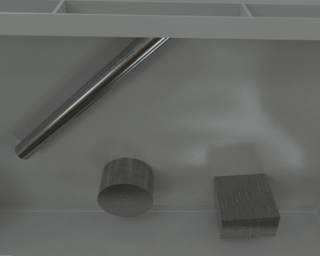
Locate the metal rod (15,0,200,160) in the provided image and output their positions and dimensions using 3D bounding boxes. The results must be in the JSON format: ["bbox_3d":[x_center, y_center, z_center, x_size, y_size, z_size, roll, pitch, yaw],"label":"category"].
[{"bbox_3d":[-0.080,-0.044,0.370,0.299,0.025,0.025,-35,122,25],"label":"metal rod"}]

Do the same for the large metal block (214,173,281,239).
[{"bbox_3d":[0.129,0.119,0.477,0.080,0.080,0.050,-4,130,3],"label":"large metal block"}]

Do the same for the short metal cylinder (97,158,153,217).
[{"bbox_3d":[-0.050,0.091,0.469,0.081,0.050,0.079,0,130,0],"label":"short metal cylinder"}]
